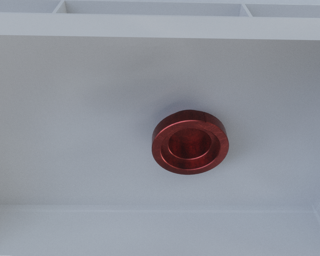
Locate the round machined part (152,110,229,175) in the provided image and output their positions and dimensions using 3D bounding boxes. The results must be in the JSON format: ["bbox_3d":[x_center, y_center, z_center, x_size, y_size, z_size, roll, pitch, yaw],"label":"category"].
[{"bbox_3d":[0.039,0.014,0.411,0.099,0.042,0.097,-1,130,0],"label":"round machined part"}]
